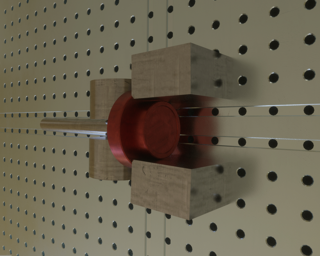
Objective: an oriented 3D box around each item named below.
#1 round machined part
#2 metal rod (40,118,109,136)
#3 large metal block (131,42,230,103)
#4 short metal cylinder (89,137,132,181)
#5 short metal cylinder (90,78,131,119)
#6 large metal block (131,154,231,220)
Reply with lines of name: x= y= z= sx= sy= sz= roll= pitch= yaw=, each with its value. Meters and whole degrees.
round machined part: x=-0.012 y=0.002 z=0.371 sx=0.042 sy=0.099 sz=0.097 roll=1 pitch=91 yaw=40
metal rod: x=-0.107 y=-0.001 z=0.483 sx=0.300 sy=0.025 sz=0.025 roll=3 pitch=92 yaw=44
large metal block: x=0.025 y=-0.058 z=0.354 sx=0.080 sy=0.081 sz=0.050 roll=0 pitch=90 yaw=40
short metal cylinder: x=-0.054 y=0.038 z=0.418 sx=0.080 sy=0.081 sz=0.050 roll=2 pitch=92 yaw=40
short metal cylinder: x=-0.053 y=-0.037 z=0.418 sx=0.080 sy=0.081 sz=0.050 roll=1 pitch=91 yaw=40
large metal block: x=0.024 y=0.062 z=0.354 sx=0.080 sy=0.081 sz=0.050 roll=4 pitch=93 yaw=40
